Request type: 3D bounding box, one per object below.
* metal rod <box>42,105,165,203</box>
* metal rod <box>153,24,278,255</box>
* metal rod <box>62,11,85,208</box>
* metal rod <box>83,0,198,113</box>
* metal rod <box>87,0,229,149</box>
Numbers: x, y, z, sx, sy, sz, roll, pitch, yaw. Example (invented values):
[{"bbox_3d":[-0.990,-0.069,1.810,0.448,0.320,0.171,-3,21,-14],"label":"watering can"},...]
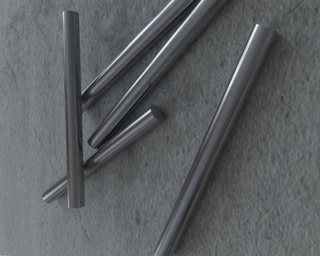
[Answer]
[{"bbox_3d":[-0.104,0.054,0.487,0.299,0.025,0.025,-36,68,34],"label":"metal rod"},{"bbox_3d":[0.056,0.032,0.357,0.025,0.025,0.298,33,110,34],"label":"metal rod"},{"bbox_3d":[-0.133,-0.029,0.477,0.025,0.025,0.298,-4,88,39],"label":"metal rod"},{"bbox_3d":[-0.036,-0.107,0.432,0.299,0.025,0.025,-36,68,33],"label":"metal rod"},{"bbox_3d":[-0.012,-0.069,0.412,0.299,0.025,0.025,-46,63,30],"label":"metal rod"}]
